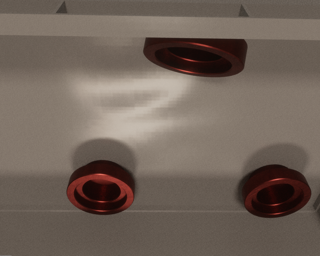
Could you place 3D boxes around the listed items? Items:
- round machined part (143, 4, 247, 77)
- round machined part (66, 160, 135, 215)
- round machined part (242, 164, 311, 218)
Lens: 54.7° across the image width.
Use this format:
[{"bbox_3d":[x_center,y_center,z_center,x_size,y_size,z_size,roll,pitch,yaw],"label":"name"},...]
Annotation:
[{"bbox_3d":[0.036,-0.085,0.304,0.099,0.098,0.042,11,85,-10],"label":"round machined part"},{"bbox_3d":[-0.087,0.086,0.470,0.099,0.042,0.097,-1,130,0],"label":"round machined part"},{"bbox_3d":[0.177,0.094,0.481,0.099,0.042,0.097,-1,130,0],"label":"round machined part"}]
